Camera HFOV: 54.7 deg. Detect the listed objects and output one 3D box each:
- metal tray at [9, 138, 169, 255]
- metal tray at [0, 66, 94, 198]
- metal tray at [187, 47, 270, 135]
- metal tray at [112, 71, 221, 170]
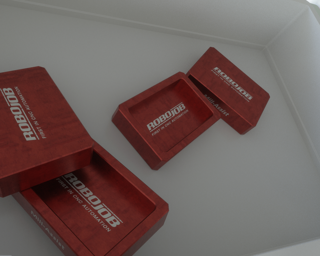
[{"bbox_3d":[-0.069,0.068,0.296,0.130,0.030,0.091,37,48,22],"label":"metal tray"},{"bbox_3d":[-0.135,-0.005,0.306,0.091,0.030,0.130,-20,56,-32],"label":"metal tray"},{"bbox_3d":[0.107,-0.062,0.498,0.130,0.030,0.090,40,51,-1],"label":"metal tray"},{"bbox_3d":[0.013,-0.015,0.417,0.131,0.030,0.090,-35,81,-38],"label":"metal tray"}]
